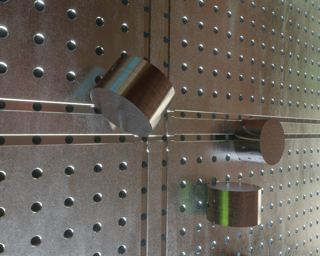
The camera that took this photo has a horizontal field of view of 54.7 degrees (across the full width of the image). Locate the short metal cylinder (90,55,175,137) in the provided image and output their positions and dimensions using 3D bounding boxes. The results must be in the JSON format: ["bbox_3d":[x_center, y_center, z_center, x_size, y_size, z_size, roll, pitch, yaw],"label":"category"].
[{"bbox_3d":[-0.030,-0.034,0.349,0.080,0.080,0.050,48,61,-30],"label":"short metal cylinder"}]

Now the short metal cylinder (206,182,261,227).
[{"bbox_3d":[0.111,0.113,0.470,0.081,0.080,0.050,1,89,-40],"label":"short metal cylinder"}]

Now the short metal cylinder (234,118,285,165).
[{"bbox_3d":[0.175,0.023,0.543,0.081,0.050,0.079,0,90,-40],"label":"short metal cylinder"}]
